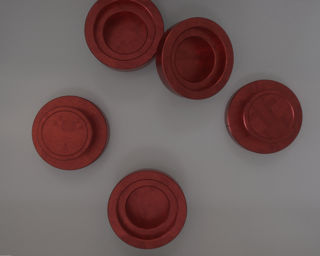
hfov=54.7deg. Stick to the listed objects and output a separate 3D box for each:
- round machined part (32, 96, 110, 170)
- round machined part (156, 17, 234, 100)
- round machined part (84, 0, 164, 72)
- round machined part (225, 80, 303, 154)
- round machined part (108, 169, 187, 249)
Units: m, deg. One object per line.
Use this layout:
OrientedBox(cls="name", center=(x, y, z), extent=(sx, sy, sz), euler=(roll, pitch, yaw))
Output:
OrientedBox(cls="round machined part", center=(-0.117, 0.007, 0.402), extent=(0.099, 0.042, 0.097), euler=(0, 90, 0))
OrientedBox(cls="round machined part", center=(0.040, -0.086, 0.391), extent=(0.099, 0.042, 0.097), euler=(-4, 101, -22))
OrientedBox(cls="round machined part", center=(-0.044, -0.121, 0.402), extent=(0.099, 0.042, 0.097), euler=(0, 90, 0))
OrientedBox(cls="round machined part", center=(0.137, -0.015, 0.404), extent=(0.099, 0.042, 0.097), euler=(0, 90, 0))
OrientedBox(cls="round machined part", center=(-0.016, 0.101, 0.403), extent=(0.099, 0.042, 0.097), euler=(0, 90, 0))
